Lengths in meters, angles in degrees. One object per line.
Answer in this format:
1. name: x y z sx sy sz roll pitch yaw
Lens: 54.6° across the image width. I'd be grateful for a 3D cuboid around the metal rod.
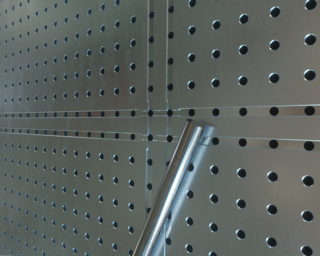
1. metal rod: -0.007 0.128 0.415 0.025 0.025 0.298 33 110 35
